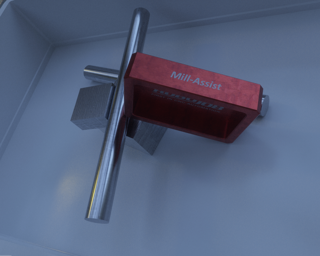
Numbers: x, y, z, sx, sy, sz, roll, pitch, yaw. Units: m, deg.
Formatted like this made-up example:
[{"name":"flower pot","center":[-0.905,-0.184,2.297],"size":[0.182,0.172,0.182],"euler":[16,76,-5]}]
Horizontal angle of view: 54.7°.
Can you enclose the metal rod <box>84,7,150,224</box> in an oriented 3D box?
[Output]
[{"name":"metal rod","center":[-0.046,-0.036,0.385],"size":[0.025,0.025,0.299],"euler":[-6,59,25]}]

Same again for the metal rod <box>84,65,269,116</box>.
[{"name":"metal rod","center":[0.001,-0.060,0.439],"size":[0.300,0.025,0.025],"euler":[16,70,34]}]

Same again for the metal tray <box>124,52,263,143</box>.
[{"name":"metal tray","center":[0.029,-0.027,0.329],"size":[0.131,0.090,0.030],"euler":[15,67,0]}]

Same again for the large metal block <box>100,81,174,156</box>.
[{"name":"large metal block","center":[-0.033,-0.020,0.416],"size":[0.080,0.050,0.080],"euler":[20,72,35]}]

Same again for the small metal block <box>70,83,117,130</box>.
[{"name":"small metal block","center":[-0.081,-0.027,0.397],"size":[0.050,0.025,0.050],"euler":[-6,59,24]}]
